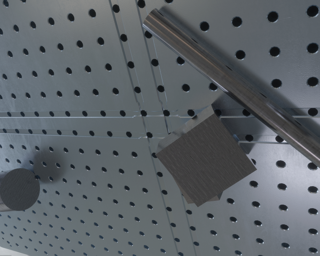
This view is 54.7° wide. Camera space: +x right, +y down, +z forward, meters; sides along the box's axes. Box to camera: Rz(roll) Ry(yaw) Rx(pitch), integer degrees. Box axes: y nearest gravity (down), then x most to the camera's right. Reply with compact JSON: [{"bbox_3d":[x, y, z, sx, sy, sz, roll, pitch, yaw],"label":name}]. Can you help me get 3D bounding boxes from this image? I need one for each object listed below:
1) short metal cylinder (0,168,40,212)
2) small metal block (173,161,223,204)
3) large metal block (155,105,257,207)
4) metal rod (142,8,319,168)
[{"bbox_3d":[-0.283,0.121,0.600,0.050,0.080,0.080,-14,111,34],"label":"short metal cylinder"},{"bbox_3d":[0.053,0.075,0.430,0.050,0.025,0.050,-17,110,34],"label":"small metal block"},{"bbox_3d":[0.053,0.032,0.367,0.080,0.050,0.080,-36,99,12],"label":"large metal block"},{"bbox_3d":[0.106,-0.027,0.338,0.300,0.025,0.025,39,129,1],"label":"metal rod"}]
